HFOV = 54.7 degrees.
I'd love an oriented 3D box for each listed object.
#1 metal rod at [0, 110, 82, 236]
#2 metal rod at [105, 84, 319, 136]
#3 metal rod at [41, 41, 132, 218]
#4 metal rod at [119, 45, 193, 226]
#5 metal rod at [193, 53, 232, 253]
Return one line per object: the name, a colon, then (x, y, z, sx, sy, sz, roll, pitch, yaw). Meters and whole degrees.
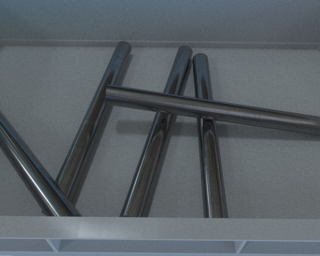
metal rod: (-0.182, 0.014, 0.371, 0.025, 0.025, 0.300, -34, 52, -25)
metal rod: (0.084, -0.020, 0.393, 0.302, 0.025, 0.025, 8, 50, -6)
metal rod: (-0.086, -0.022, 0.422, 0.025, 0.025, 0.300, 8, 50, 6)
metal rod: (0.006, -0.014, 0.417, 0.025, 0.025, 0.300, 11, 51, 9)
metal rod: (0.062, 0.004, 0.402, 0.025, 0.025, 0.300, 1, 50, 0)
